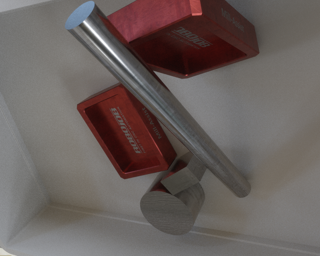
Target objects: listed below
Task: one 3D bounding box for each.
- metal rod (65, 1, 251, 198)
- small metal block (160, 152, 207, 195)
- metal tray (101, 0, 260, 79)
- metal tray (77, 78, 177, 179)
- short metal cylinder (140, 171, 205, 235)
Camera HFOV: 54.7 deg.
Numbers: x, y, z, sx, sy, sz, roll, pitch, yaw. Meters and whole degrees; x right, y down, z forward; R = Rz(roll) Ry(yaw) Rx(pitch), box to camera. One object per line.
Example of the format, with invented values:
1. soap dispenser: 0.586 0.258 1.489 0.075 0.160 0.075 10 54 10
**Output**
1. metal rod: 0.027 0.003 0.302 0.025 0.025 0.300 -10 144 32
2. small metal block: 0.035 0.055 0.407 0.025 0.050 0.050 48 128 -6
3. metal tray: 0.024 -0.080 0.279 0.090 0.131 0.030 -13 81 34
4. metal tray: -0.046 0.005 0.431 0.090 0.030 0.130 -18 109 34
5. short metal cylinder: 0.019 0.107 0.448 0.080 0.050 0.079 13 124 20
